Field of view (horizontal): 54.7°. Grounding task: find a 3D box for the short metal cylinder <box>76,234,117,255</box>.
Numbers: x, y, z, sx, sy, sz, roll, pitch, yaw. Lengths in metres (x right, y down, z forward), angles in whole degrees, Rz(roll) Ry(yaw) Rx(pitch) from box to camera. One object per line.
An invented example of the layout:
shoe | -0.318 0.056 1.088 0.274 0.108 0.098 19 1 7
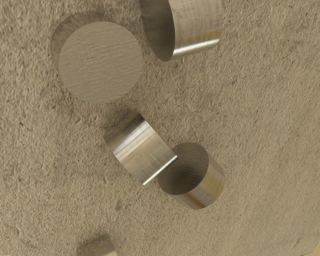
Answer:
short metal cylinder | -0.084 0.204 0.452 0.050 0.080 0.080 -21 126 -16

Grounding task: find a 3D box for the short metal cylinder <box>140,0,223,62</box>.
short metal cylinder | 0.019 -0.112 0.312 0.050 0.080 0.079 -19 126 -17

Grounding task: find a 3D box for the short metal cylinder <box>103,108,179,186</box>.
short metal cylinder | -0.023 0.022 0.372 0.050 0.080 0.080 -41 129 -1

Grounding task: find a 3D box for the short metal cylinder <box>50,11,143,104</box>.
short metal cylinder | -0.064 -0.071 0.311 0.081 0.050 0.079 -14 124 -21

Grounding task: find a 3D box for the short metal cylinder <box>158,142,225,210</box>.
short metal cylinder | 0.044 0.067 0.437 0.080 0.080 0.050 -44 129 2
